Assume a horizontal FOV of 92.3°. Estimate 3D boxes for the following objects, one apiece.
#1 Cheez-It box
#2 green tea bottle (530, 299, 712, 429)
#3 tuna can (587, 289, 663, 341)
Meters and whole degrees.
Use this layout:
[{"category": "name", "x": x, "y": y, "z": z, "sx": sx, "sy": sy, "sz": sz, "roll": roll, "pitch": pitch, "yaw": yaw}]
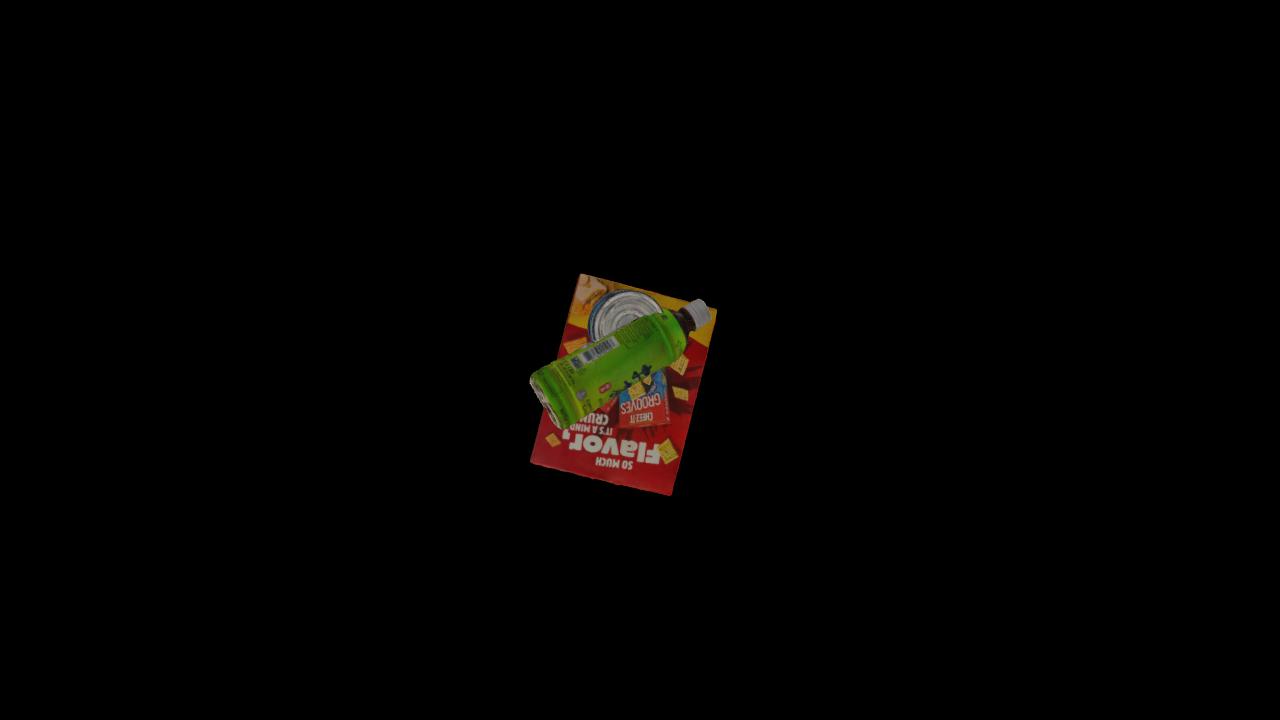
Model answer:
[{"category": "Cheez-It box", "x": -0.019, "y": 0.029, "z": 0.714, "sx": 0.166, "sy": 0.223, "sz": 0.071, "roll": 14, "pitch": -5, "yaw": -5}, {"category": "green tea bottle", "x": -0.014, "y": -0.006, "z": 0.675, "sx": 0.212, "sy": 0.073, "sz": 0.073, "roll": -31, "pitch": 8, "yaw": -13}, {"category": "tuna can", "x": -0.014, "y": -0.035, "z": 0.675, "sx": 0.084, "sy": 0.084, "sz": 0.034, "roll": 0, "pitch": 8, "yaw": -14}]
